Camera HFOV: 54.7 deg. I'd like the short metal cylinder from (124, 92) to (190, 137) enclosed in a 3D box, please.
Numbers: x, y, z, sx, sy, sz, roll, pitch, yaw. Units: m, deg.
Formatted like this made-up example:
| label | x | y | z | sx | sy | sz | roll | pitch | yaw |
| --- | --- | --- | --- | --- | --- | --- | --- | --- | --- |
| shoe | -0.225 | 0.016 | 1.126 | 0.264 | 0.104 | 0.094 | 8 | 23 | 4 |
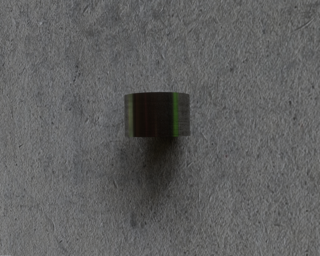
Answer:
| label | x | y | z | sx | sy | sz | roll | pitch | yaw |
| --- | --- | --- | --- | --- | --- | --- | --- | --- | --- |
| short metal cylinder | -0.003 | -0.015 | 0.382 | 0.080 | 0.080 | 0.050 | -1 | 90 | 19 |
